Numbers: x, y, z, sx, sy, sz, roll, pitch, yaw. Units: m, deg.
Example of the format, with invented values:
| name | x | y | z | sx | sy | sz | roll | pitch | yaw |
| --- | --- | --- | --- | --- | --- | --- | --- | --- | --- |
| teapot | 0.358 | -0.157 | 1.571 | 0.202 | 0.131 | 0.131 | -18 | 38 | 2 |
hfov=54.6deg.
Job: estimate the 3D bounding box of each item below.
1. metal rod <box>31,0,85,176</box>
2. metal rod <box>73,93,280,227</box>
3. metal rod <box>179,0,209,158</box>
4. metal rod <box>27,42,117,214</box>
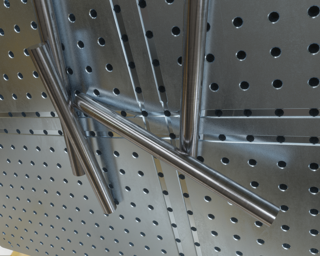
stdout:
| name | x | y | z | sx | sy | sz | roll | pitch | yaw |
| --- | --- | --- | --- | --- | --- | --- | --- | --- | --- |
| metal rod | -0.143 | -0.054 | 0.454 | 0.025 | 0.025 | 0.298 | 11 | 123 | 22 |
| metal rod | 0.006 | 0.030 | 0.398 | 0.300 | 0.025 | 0.025 | 30 | 129 | 20 |
| metal rod | 0.037 | -0.075 | 0.345 | 0.025 | 0.025 | 0.298 | 13 | 124 | 21 |
| metal rod | -0.122 | 0.019 | 0.469 | 0.025 | 0.025 | 0.299 | 3 | 126 | 27 |
